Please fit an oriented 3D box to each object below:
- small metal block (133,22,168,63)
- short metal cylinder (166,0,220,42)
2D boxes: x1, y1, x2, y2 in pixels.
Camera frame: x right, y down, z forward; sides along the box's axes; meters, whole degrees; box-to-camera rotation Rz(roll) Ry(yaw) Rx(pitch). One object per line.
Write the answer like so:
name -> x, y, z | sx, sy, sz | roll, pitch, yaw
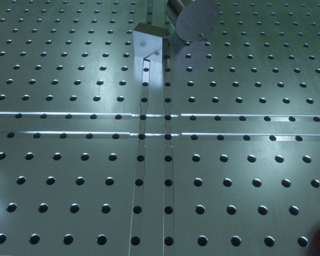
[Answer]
small metal block -> -0.015, -0.140, 0.508 | 0.050, 0.050, 0.025 | 18, 52, 14
short metal cylinder -> 0.056, -0.199, 0.540 | 0.081, 0.080, 0.050 | -15, 52, -13
